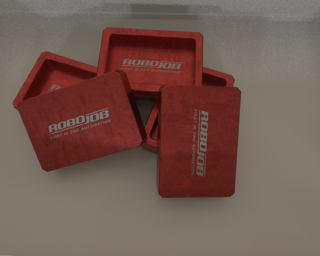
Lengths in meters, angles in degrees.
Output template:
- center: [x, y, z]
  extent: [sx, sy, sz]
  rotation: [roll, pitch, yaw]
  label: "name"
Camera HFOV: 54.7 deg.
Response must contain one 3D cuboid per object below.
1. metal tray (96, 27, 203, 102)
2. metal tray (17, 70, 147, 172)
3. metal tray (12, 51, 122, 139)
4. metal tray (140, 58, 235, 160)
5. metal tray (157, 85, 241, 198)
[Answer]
- center: [-0.011, -0.082, 0.403]
  extent: [0.131, 0.030, 0.090]
  rotation: [3, 70, 1]
  label: "metal tray"
- center: [-0.092, -0.008, 0.371]
  extent: [0.130, 0.030, 0.089]
  rotation: [-16, 100, 10]
  label: "metal tray"
- center: [-0.115, -0.043, 0.418]
  extent: [0.131, 0.030, 0.090]
  rotation: [19, 71, 6]
  label: "metal tray"
- center: [0.038, -0.021, 0.413]
  extent: [0.090, 0.030, 0.130]
  rotation: [18, 71, 6]
  label: "metal tray"
- center: [0.044, 0.015, 0.366]
  extent: [0.091, 0.030, 0.129]
  rotation: [1, 98, -6]
  label: "metal tray"
